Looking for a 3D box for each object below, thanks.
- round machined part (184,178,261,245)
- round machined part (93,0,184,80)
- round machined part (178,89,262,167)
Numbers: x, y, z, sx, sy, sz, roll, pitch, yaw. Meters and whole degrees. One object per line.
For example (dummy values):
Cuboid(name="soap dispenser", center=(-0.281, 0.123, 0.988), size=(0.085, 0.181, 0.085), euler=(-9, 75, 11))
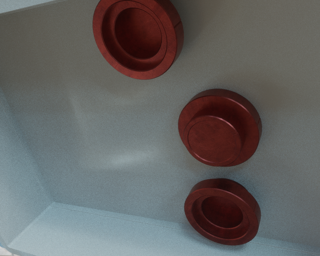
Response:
Cuboid(name="round machined part", center=(0.086, 0.107, 0.419), size=(0.098, 0.042, 0.097), euler=(13, 124, 21))
Cuboid(name="round machined part", center=(-0.020, -0.106, 0.338), size=(0.098, 0.042, 0.097), euler=(14, 131, 18))
Cuboid(name="round machined part", center=(0.067, 0.006, 0.366), size=(0.098, 0.042, 0.097), euler=(13, 124, 21))
